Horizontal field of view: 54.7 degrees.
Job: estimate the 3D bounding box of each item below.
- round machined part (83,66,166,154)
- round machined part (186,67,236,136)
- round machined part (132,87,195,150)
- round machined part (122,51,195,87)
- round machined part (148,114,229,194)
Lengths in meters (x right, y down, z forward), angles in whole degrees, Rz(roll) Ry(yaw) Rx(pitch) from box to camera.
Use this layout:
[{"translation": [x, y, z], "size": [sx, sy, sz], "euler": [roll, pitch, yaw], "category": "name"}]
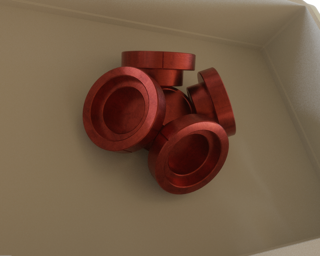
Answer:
[{"translation": [-0.037, -0.018, 0.361], "size": [0.042, 0.098, 0.098], "euler": [27, 40, -62], "category": "round machined part"}, {"translation": [0.066, -0.030, 0.426], "size": [0.042, 0.098, 0.098], "euler": [-18, 67, 3], "category": "round machined part"}, {"translation": [0.007, -0.017, 0.408], "size": [0.099, 0.042, 0.098], "euler": [14, 56, -21], "category": "round machined part"}, {"translation": [-0.002, -0.078, 0.417], "size": [0.099, 0.098, 0.042], "euler": [-4, 102, -30], "category": "round machined part"}, {"translation": [0.030, 0.027, 0.369], "size": [0.099, 0.097, 0.042], "euler": [-1, 26, -29], "category": "round machined part"}]
